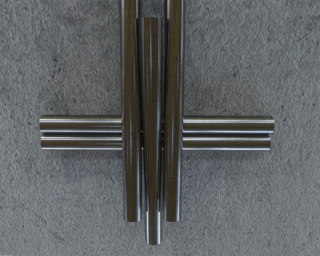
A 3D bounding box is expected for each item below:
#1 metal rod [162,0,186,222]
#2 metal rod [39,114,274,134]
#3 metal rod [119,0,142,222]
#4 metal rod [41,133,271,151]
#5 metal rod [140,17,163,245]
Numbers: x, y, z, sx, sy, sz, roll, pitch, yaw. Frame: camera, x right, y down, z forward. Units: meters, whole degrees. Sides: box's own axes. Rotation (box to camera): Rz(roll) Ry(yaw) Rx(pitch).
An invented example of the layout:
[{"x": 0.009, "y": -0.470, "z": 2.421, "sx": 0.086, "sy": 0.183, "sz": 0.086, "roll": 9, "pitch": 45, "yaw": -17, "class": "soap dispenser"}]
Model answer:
[{"x": 0.017, "y": -0.028, "z": 0.378, "sx": 0.025, "sy": 0.025, "sz": 0.298, "roll": 0, "pitch": 102, "yaw": -1, "class": "metal rod"}, {"x": -0.003, "y": -0.005, "z": 0.410, "sx": 0.302, "sy": 0.025, "sz": 0.025, "roll": 0, "pitch": 110, "yaw": -1, "class": "metal rod"}, {"x": -0.035, "y": -0.027, "z": 0.378, "sx": 0.025, "sy": 0.025, "sz": 0.298, "roll": 0, "pitch": 102, "yaw": -1, "class": "metal rod"}, {"x": -0.005, "y": 0.019, "z": 0.419, "sx": 0.302, "sy": 0.025, "sz": 0.025, "roll": 0, "pitch": 110, "yaw": -1, "class": "metal rod"}, {"x": -0.009, "y": 0.018, "z": 0.390, "sx": 0.025, "sy": 0.025, "sz": 0.298, "roll": 0, "pitch": 110, "yaw": 0, "class": "metal rod"}]
